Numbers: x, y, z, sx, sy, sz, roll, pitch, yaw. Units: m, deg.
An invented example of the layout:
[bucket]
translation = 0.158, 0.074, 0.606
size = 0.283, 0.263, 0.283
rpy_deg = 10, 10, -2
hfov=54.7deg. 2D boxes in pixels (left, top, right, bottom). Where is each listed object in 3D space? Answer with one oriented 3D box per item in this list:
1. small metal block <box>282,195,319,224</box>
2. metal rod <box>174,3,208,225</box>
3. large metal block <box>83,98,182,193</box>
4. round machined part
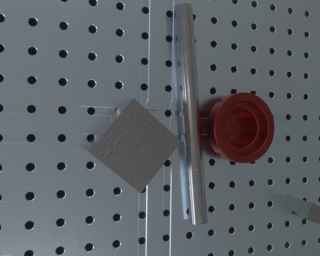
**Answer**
[small metal block]
translation = 0.232, 0.131, 0.486
size = 0.050, 0.050, 0.025
rpy_deg = 24, 82, -19
[metal rod]
translation = 0.043, -0.018, 0.428
size = 0.025, 0.025, 0.298
rpy_deg = -5, 92, -20
[large metal block]
translation = -0.035, 0.021, 0.387
size = 0.080, 0.050, 0.080
rpy_deg = 42, 77, -15
[round machined part]
translation = 0.111, 0.000, 0.445
size = 0.099, 0.042, 0.097
rpy_deg = 0, 90, -20
